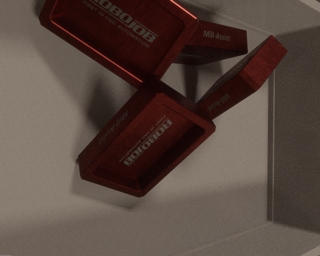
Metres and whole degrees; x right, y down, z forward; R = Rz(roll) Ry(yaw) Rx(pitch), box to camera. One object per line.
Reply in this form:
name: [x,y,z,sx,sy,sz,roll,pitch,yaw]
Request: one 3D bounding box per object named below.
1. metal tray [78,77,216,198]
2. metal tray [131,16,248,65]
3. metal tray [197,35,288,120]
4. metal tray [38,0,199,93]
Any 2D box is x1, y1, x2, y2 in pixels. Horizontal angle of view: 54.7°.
metal tray: [-0.015,0.017,0.339,0.090,0.030,0.130,29,115,-37]
metal tray: [0.038,-0.107,0.397,0.131,0.090,0.030,-5,92,-40]
metal tray: [0.103,-0.061,0.427,0.030,0.129,0.090,45,60,-3]
metal tray: [-0.039,-0.106,0.303,0.130,0.090,0.030,33,26,-8]
